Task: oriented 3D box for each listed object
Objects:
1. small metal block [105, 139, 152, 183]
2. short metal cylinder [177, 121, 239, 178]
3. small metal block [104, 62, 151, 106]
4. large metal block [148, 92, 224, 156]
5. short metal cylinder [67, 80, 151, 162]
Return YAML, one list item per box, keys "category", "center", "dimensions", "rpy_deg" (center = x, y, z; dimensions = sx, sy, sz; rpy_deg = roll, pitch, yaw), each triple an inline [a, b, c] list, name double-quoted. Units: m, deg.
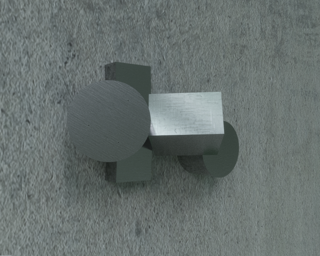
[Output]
- category: "small metal block"
  center: [-0.038, 0.038, 0.376]
  dimensions: [0.050, 0.025, 0.050]
  rpy_deg: [4, 88, -40]
- category: "short metal cylinder"
  center: [0.070, 0.029, 0.451]
  dimensions: [0.081, 0.050, 0.079]
  rpy_deg: [0, 90, -40]
- category: "small metal block"
  center: [-0.038, -0.051, 0.375]
  dimensions: [0.050, 0.025, 0.050]
  rpy_deg: [-2, 91, -40]
- category: "large metal block"
  center: [0.031, -0.002, 0.374]
  dimensions: [0.080, 0.080, 0.050]
  rpy_deg: [78, 11, -68]
- category: "short metal cylinder"
  center: [-0.051, -0.007, 0.325]
  dimensions: [0.081, 0.050, 0.079]
  rpy_deg: [0, 91, -5]
